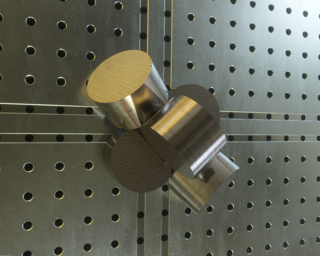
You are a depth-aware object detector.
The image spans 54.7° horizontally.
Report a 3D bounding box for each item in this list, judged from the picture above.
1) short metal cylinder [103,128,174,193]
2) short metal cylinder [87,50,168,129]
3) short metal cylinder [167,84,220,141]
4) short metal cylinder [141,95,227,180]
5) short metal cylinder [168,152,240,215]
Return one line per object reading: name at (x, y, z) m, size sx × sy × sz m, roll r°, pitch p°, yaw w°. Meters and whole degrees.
short metal cylinder at (-0.027, 0.037, 0.390) m, size 0.081 × 0.050 × 0.079 m, roll 0°, pitch 90°, yaw -21°
short metal cylinder at (-0.037, -0.045, 0.363) m, size 0.080 × 0.080 × 0.050 m, roll -48°, pitch 139°, yaw -14°
short metal cylinder at (0.032, -0.016, 0.411) m, size 0.081 × 0.050 × 0.079 m, roll 0°, pitch 90°, yaw -21°
short metal cylinder at (0.025, 0.010, 0.339) m, size 0.050 × 0.080 × 0.080 m, roll -43°, pitch 104°, yaw -15°
short metal cylinder at (0.057, 0.065, 0.398) m, size 0.080 × 0.080 × 0.050 m, roll -42°, pitch 68°, yaw -15°
